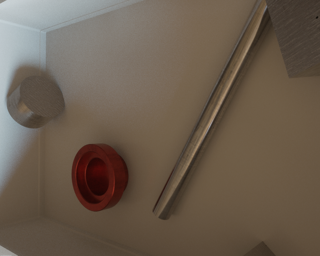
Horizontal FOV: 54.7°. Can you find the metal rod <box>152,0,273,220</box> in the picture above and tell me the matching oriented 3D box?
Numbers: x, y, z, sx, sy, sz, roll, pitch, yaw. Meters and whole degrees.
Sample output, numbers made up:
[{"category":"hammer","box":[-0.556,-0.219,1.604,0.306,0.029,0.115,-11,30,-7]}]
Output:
[{"category":"metal rod","box":[0.060,-0.017,0.355,0.025,0.025,0.298,37,113,33]}]

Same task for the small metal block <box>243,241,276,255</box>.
[{"category":"small metal block","box":[0.102,0.147,0.305,0.050,0.050,0.025,48,119,29]}]

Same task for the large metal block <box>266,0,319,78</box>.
[{"category":"large metal block","box":[0.142,-0.094,0.252,0.080,0.050,0.080,147,113,-64]}]

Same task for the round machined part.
[{"category":"round machined part","box":[-0.086,0.072,0.464,0.098,0.042,0.097,0,90,39]}]

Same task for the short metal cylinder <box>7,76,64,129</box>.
[{"category":"short metal cylinder","box":[-0.220,-0.045,0.549,0.050,0.081,0.080,-29,72,36]}]
